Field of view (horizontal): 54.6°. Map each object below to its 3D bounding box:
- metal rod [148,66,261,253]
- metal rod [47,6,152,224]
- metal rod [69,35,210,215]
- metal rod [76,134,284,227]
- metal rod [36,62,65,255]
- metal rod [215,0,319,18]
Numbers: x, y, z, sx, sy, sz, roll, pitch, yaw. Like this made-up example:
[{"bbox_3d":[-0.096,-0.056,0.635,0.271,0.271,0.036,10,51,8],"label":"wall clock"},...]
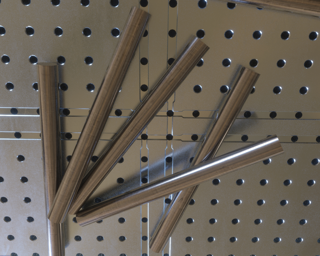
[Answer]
[{"bbox_3d":[0.054,0.056,0.434,0.025,0.025,0.298,22,108,-8],"label":"metal rod"},{"bbox_3d":[-0.083,-0.006,0.398,0.025,0.025,0.298,23,104,-8],"label":"metal rod"},{"bbox_3d":[-0.041,0.007,0.415,0.025,0.025,0.299,36,106,-12],"label":"metal rod"},{"bbox_3d":[0.014,0.077,0.420,0.300,0.025,0.025,-24,109,16],"label":"metal rod"},{"bbox_3d":[-0.150,0.060,0.434,0.025,0.025,0.298,4,110,-2],"label":"metal rod"},{"bbox_3d":[0.091,-0.156,0.356,0.302,0.025,0.025,8,110,-3],"label":"metal rod"}]
